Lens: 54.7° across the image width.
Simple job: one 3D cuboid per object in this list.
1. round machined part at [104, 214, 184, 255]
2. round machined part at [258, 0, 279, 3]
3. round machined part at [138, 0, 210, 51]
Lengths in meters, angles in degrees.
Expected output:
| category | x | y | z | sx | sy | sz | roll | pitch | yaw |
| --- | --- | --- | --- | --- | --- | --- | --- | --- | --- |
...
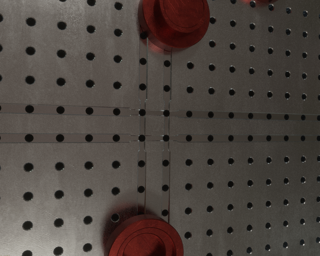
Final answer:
| category | x | y | z | sx | sy | sz | roll | pitch | yaw |
| --- | --- | --- | --- | --- | --- | --- | --- | --- | --- |
| round machined part | -0.023 | 0.159 | 0.396 | 0.099 | 0.042 | 0.097 | 0 | 90 | -21 |
| round machined part | 0.172 | -0.246 | 0.469 | 0.099 | 0.042 | 0.097 | 0 | 90 | -21 |
| round machined part | 0.024 | -0.156 | 0.413 | 0.099 | 0.042 | 0.097 | 0 | 90 | -21 |
